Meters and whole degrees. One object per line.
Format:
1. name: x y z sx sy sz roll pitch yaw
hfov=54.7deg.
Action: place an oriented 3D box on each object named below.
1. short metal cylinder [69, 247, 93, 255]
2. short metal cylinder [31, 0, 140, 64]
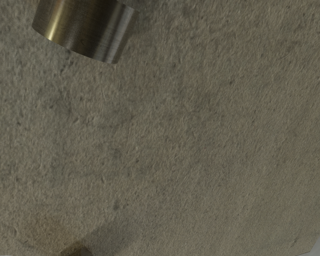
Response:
1. short metal cylinder: -0.115 0.222 0.447 0.050 0.080 0.080 -31 129 -9
2. short metal cylinder: -0.065 -0.098 0.276 0.081 0.080 0.050 15 111 -35
